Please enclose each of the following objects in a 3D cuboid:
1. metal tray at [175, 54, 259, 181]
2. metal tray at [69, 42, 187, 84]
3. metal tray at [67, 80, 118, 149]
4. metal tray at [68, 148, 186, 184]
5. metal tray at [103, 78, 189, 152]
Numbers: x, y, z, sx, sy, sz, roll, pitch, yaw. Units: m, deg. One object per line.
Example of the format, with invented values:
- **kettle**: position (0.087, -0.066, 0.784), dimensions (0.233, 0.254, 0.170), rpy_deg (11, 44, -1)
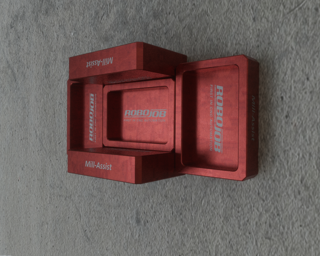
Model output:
- **metal tray**: position (0.062, -0.011, 0.350), dimensions (0.090, 0.030, 0.129), rpy_deg (1, 90, 39)
- **metal tray**: position (-0.042, -0.077, 0.397), dimensions (0.130, 0.091, 0.030), rpy_deg (1, 91, 39)
- **metal tray**: position (-0.108, -0.017, 0.490), dimensions (0.090, 0.030, 0.129), rpy_deg (1, 90, 39)
- **metal tray**: position (-0.044, 0.043, 0.396), dimensions (0.130, 0.091, 0.030), rpy_deg (1, 91, 39)
- **metal tray**: position (-0.024, -0.017, 0.420), dimensions (0.130, 0.030, 0.089), rpy_deg (1, 91, 39)
